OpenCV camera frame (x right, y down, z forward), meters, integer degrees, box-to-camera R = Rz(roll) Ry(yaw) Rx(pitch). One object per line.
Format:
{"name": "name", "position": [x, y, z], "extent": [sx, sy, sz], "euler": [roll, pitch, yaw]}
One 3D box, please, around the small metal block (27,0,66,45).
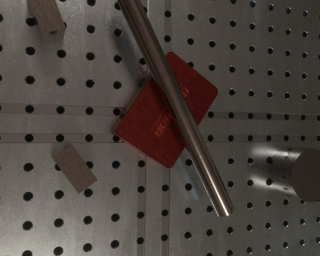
{"name": "small metal block", "position": [-0.130, -0.127, 0.351], "extent": [0.025, 0.050, 0.050], "euler": [-22, 98, -19]}

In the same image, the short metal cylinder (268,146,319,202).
{"name": "short metal cylinder", "position": [0.218, 0.070, 0.482], "extent": [0.081, 0.050, 0.079], "euler": [0, 90, -21]}

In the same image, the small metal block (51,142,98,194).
{"name": "small metal block", "position": [-0.101, 0.045, 0.362], "extent": [0.025, 0.050, 0.050], "euler": [-36, 102, -17]}

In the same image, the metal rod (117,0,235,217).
{"name": "metal rod", "position": [0.024, -0.022, 0.390], "extent": [0.025, 0.025, 0.299], "euler": [-29, 100, -18]}

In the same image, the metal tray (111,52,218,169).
{"name": "metal tray", "position": [0.008, -0.023, 0.414], "extent": [0.090, 0.030, 0.130], "euler": [36, 78, -17]}
